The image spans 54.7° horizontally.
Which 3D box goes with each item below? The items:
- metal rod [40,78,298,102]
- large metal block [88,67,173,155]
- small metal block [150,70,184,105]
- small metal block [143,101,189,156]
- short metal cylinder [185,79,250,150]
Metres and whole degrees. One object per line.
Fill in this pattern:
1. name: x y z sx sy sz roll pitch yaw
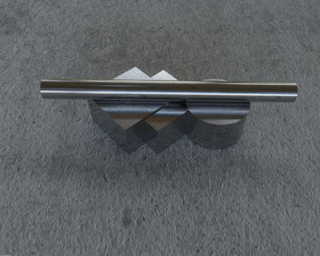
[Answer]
1. metal rod: 0.010 -0.045 0.376 0.302 0.025 0.025 1 50 0
2. large metal block: -0.037 -0.025 0.407 0.080 0.050 0.080 -35 58 -26
3. small metal block: 0.012 -0.043 0.425 0.025 0.050 0.050 -35 59 -26
4. small metal block: 0.007 0.000 0.390 0.050 0.050 0.025 -35 59 -26
5. short metal cylinder: 0.072 -0.019 0.404 0.081 0.050 0.080 0 50 0
